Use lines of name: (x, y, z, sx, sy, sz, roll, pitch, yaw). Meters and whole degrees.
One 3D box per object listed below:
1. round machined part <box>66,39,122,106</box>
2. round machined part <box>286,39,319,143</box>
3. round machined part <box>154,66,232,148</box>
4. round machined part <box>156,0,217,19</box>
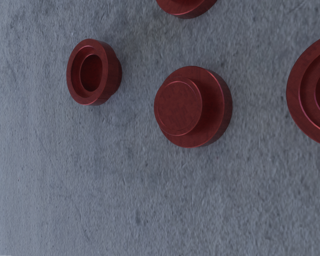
round machined part: (-0.096, -0.082, 0.470, 0.098, 0.042, 0.097, 0, 90, 39)
round machined part: (0.163, -0.031, 0.259, 0.098, 0.042, 0.097, 0, 90, 39)
round machined part: (0.031, -0.025, 0.366, 0.098, 0.042, 0.097, 0, 90, 39)
round machined part: (0.028, -0.185, 0.369, 0.098, 0.042, 0.097, 0, 90, 39)
